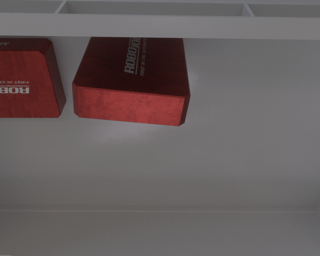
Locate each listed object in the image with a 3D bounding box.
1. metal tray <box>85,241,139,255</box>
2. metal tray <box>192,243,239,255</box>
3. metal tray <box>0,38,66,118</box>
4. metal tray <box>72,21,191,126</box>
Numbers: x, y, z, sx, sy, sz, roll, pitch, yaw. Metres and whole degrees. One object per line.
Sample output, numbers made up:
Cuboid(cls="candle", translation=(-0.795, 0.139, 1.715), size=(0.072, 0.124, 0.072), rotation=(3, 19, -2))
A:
Cuboid(cls="metal tray", translation=(-0.086, 0.292, 0.655), size=(0.090, 0.030, 0.130), rotation=(-21, 127, 17))
Cuboid(cls="metal tray", translation=(0.113, 0.294, 0.659), size=(0.091, 0.030, 0.129), rotation=(-2, 130, 2))
Cuboid(cls="metal tray", translation=(-0.185, -0.055, 0.357), size=(0.131, 0.030, 0.089), rotation=(0, 130, -1))
Cuboid(cls="metal tray", translation=(-0.023, -0.057, 0.291), size=(0.091, 0.130, 0.030), rotation=(5, 130, -5))
